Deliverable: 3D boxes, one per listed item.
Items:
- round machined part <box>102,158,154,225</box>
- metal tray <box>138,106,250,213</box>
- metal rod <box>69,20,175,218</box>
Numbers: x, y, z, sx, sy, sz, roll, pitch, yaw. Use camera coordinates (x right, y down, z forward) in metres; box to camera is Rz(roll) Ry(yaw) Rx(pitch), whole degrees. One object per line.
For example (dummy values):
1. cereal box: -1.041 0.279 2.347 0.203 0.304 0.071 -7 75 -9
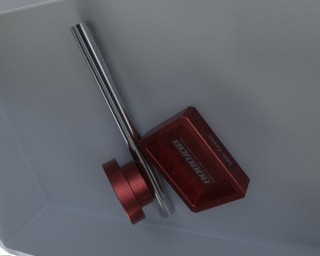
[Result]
1. round machined part: -0.043 0.086 0.451 0.098 0.042 0.098 58 168 21
2. metal tray: 0.044 0.046 0.409 0.090 0.030 0.130 -31 102 37
3. metal rod: -0.044 0.002 0.430 0.025 0.025 0.299 -10 114 32
